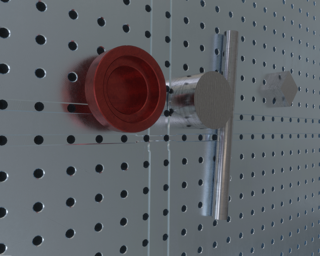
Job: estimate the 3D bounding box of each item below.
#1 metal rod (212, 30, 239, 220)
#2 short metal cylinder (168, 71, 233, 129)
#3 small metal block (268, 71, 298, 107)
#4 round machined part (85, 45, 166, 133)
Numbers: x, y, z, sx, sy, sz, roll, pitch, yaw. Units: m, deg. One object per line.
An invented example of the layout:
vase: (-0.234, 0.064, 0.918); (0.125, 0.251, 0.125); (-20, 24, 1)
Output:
metal rod: (0.105, -0.007, 0.497); (0.025, 0.025, 0.298); (7, 85, -40)
short metal cylinder: (0.059, -0.038, 0.442); (0.081, 0.050, 0.079); (0, 90, -40)
small metal block: (0.246, -0.077, 0.615); (0.050, 0.025, 0.050); (49, 61, -29)
round machined part: (-0.043, -0.044, 0.362); (0.099, 0.042, 0.097); (0, 90, -40)
